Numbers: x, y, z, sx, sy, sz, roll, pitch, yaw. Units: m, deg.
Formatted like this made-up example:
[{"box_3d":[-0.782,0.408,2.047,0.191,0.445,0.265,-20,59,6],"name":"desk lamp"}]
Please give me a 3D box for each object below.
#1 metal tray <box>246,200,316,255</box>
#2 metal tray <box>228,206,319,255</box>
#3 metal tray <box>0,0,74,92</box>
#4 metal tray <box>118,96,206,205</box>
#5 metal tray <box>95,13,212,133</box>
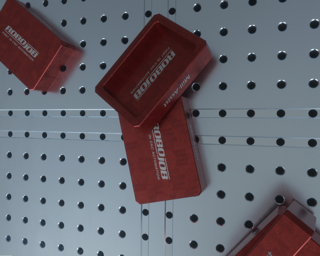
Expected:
[{"box_3d":[0.113,0.141,0.336,0.030,0.090,0.130,41,103,25],"name":"metal tray"},{"box_3d":[0.131,0.166,0.355,0.090,0.030,0.129,42,110,14],"name":"metal tray"},{"box_3d":[-0.207,-0.129,0.484,0.130,0.030,0.090,41,103,15],"name":"metal tray"},{"box_3d":[0.002,0.028,0.410,0.090,0.030,0.129,-13,86,19],"name":"metal tray"},{"box_3d":[-0.010,-0.070,0.390,0.090,0.030,0.130,40,92,28],"name":"metal tray"}]
